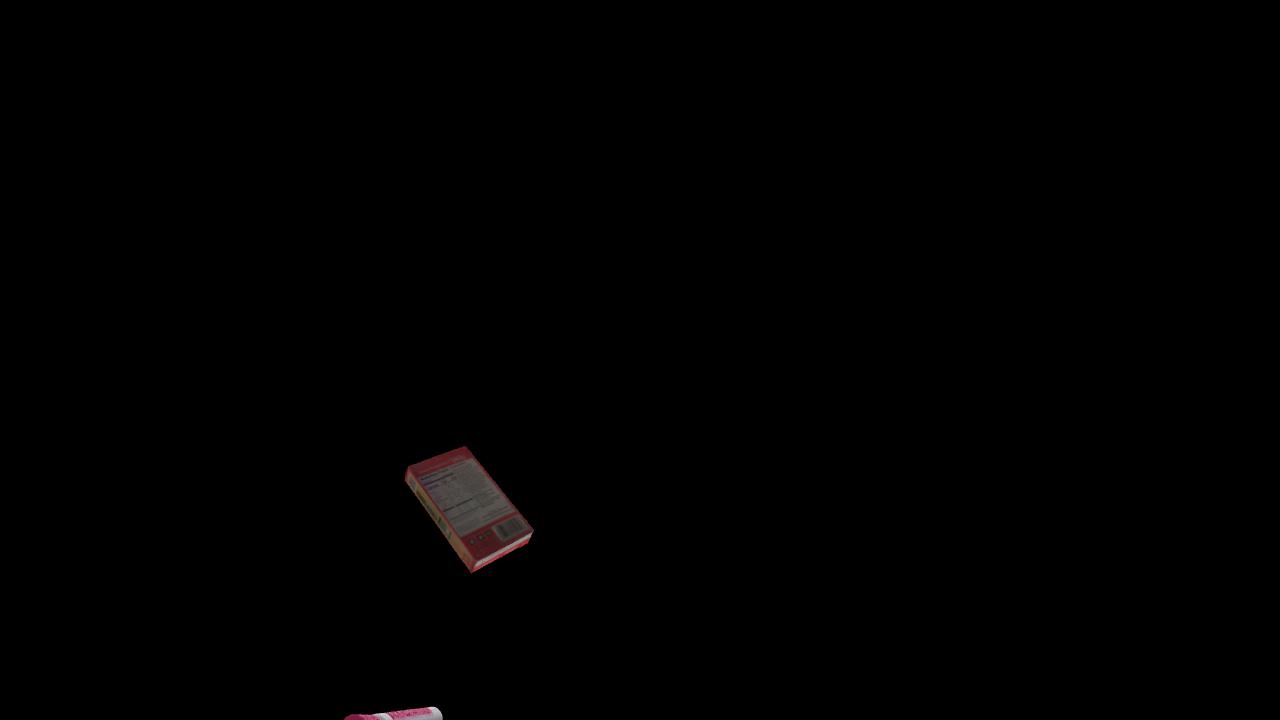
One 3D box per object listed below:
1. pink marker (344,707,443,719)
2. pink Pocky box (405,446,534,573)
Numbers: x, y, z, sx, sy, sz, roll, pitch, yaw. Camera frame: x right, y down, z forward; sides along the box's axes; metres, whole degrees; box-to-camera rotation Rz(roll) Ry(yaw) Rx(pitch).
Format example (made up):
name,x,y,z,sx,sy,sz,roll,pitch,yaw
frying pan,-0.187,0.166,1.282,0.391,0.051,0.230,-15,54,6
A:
name,x,y,z,sx,sy,sz,roll,pitch,yaw
pink marker,-0.161,0.240,0.404,0.020,0.020,0.121,0,-28,6
pink Pocky box,-0.209,0.176,0.747,0.155,0.029,0.084,43,37,25
